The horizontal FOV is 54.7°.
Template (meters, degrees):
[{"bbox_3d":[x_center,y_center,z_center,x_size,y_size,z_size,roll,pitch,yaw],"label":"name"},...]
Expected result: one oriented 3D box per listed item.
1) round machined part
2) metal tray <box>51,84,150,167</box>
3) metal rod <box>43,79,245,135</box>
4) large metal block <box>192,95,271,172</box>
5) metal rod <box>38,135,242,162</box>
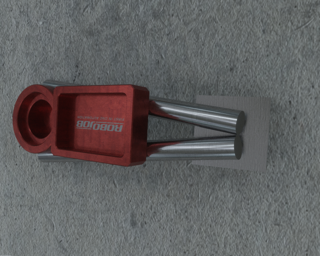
[{"bbox_3d":[-0.165,-0.013,0.452,0.098,0.042,0.097,0,89,30],"label":"round machined part"},{"bbox_3d":[-0.077,-0.006,0.378,0.130,0.030,0.089,4,91,32],"label":"metal tray"},{"bbox_3d":[-0.044,-0.033,0.390,0.300,0.025,0.025,13,94,32],"label":"metal rod"},{"bbox_3d":[0.086,0.005,0.365,0.080,0.050,0.079,4,91,19],"label":"large metal block"},{"bbox_3d":[-0.048,0.030,0.392,0.300,0.025,0.025,-5,89,32],"label":"metal rod"}]
